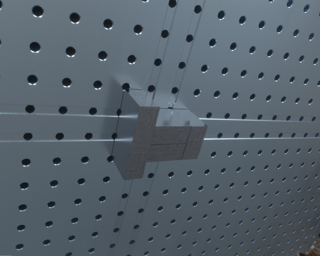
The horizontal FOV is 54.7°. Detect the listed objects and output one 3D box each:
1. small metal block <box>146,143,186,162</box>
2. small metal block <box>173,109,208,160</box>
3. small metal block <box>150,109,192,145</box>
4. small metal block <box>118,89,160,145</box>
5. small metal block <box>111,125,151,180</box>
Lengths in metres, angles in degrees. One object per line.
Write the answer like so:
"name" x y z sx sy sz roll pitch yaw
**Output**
"small metal block" -0.002 0.019 0.406 0.050 0.050 0.025 0 119 -29
"small metal block" 0.034 0.008 0.419 0.025 0.050 0.050 0 119 -29
"small metal block" 0.004 -0.003 0.396 0.050 0.050 0.025 0 119 -29
"small metal block" -0.027 -0.014 0.372 0.025 0.050 0.050 0 119 -29
"small metal block" -0.038 0.030 0.393 0.025 0.050 0.050 0 119 -29
